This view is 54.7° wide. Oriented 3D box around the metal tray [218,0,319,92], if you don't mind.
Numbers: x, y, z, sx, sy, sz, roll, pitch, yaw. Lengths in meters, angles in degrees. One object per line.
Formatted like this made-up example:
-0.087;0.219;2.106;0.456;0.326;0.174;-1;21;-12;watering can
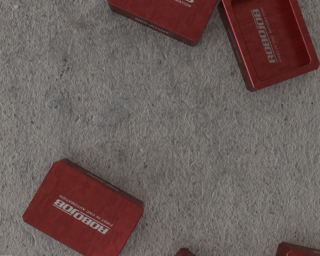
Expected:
0.141;-0.123;0.408;0.090;0.030;0.129;-20;90;0;metal tray

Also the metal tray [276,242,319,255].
0.217;0.212;0.409;0.131;0.030;0.089;12;90;0;metal tray

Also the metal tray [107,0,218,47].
0.008;-0.175;0.407;0.131;0.030;0.090;24;90;0;metal tray

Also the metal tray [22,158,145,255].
-0.098;0.110;0.407;0.130;0.030;0.090;30;90;0;metal tray

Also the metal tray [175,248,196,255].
0.027;0.239;0.407;0.090;0.030;0.130;38;90;0;metal tray
